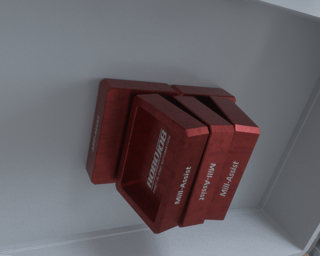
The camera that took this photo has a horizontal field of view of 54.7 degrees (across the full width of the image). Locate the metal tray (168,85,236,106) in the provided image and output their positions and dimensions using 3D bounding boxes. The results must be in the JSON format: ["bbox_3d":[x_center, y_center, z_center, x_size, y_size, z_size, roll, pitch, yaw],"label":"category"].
[{"bbox_3d":[0.043,0.008,0.432,0.091,0.030,0.129,0,118,-29],"label":"metal tray"}]

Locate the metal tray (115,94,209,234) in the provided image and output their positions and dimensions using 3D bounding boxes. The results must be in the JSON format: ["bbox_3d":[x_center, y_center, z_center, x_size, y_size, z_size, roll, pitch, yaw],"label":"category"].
[{"bbox_3d":[-0.004,0.038,0.343,0.030,0.090,0.129,-8,123,-40],"label":"metal tray"}]

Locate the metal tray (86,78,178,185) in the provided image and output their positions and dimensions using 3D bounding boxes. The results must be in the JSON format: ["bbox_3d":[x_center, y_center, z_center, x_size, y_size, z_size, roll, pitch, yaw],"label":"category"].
[{"bbox_3d":[-0.036,0.007,0.387,0.091,0.030,0.129,0,118,-29],"label":"metal tray"}]

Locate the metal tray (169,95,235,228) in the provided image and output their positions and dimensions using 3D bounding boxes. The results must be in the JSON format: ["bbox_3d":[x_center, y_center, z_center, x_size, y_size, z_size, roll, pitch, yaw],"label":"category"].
[{"bbox_3d":[0.031,0.037,0.364,0.030,0.090,0.129,0,117,-28],"label":"metal tray"}]

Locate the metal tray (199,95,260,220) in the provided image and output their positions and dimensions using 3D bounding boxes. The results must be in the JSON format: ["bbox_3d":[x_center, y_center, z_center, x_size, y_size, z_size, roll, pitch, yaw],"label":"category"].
[{"bbox_3d":[0.068,0.036,0.382,0.030,0.090,0.129,7,116,-16],"label":"metal tray"}]
